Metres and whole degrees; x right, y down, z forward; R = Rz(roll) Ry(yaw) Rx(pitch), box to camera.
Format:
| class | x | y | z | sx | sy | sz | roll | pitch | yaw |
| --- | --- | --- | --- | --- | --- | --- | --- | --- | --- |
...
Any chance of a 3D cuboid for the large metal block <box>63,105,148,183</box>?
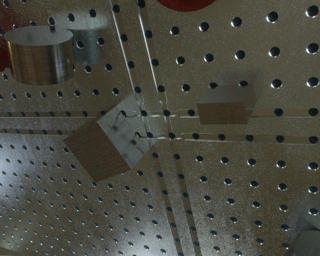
| class | x | y | z | sx | sy | sz | roll | pitch | yaw |
| --- | --- | --- | --- | --- | --- | --- | --- | --- | --- |
| large metal block | -0.079 | 0.025 | 0.452 | 0.080 | 0.050 | 0.080 | -25 | 105 | 37 |

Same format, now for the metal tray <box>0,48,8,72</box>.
| class | x | y | z | sx | sy | sz | roll | pitch | yaw |
| --- | --- | --- | --- | --- | --- | --- | --- | --- | --- |
| metal tray | -0.307 | -0.124 | 0.454 | 0.130 | 0.090 | 0.030 | 42 | 129 | -1 |

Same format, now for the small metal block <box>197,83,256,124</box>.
| class | x | y | z | sx | sy | sz | roll | pitch | yaw |
| --- | --- | --- | --- | --- | --- | --- | --- | --- | --- |
| small metal block | 0.074 | -0.027 | 0.339 | 0.050 | 0.050 | 0.025 | 0 | 119 | 28 |

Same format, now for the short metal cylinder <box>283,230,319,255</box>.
| class | x | y | z | sx | sy | sz | roll | pitch | yaw |
| --- | --- | --- | --- | --- | --- | --- | --- | --- | --- |
| short metal cylinder | 0.195 | 0.175 | 0.381 | 0.080 | 0.080 | 0.050 | 22 | 127 | 15 |

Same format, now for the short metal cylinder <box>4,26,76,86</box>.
| class | x | y | z | sx | sy | sz | roll | pitch | yaw |
| --- | --- | --- | --- | --- | --- | --- | --- | --- | --- |
| short metal cylinder | -0.151 | -0.095 | 0.397 | 0.080 | 0.080 | 0.050 | 17 | 125 | 18 |

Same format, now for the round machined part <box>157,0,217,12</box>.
| class | x | y | z | sx | sy | sz | roll | pitch | yaw |
| --- | --- | --- | --- | --- | --- | --- | --- | --- | --- |
| round machined part | 0.022 | -0.160 | 0.290 | 0.098 | 0.042 | 0.097 | 13 | 124 | 21 |
